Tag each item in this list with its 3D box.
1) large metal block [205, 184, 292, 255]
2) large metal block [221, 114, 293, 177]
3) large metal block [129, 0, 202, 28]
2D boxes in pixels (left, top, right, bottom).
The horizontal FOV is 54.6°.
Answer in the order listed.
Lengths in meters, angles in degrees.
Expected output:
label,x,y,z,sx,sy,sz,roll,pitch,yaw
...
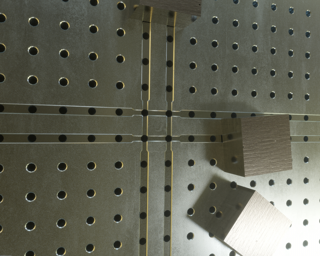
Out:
label,x,y,z,sx,sy,sz,roll,pitch,yaw
large metal block,0.127,0.140,0.446,0.080,0.050,0.080,40,77,-16
large metal block,0.140,0.023,0.450,0.081,0.050,0.080,-5,92,-20
large metal block,0.008,-0.183,0.402,0.081,0.050,0.080,4,89,-20
